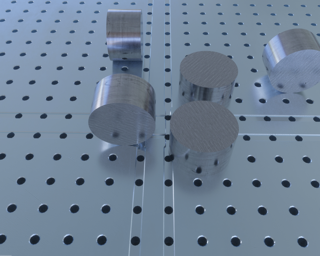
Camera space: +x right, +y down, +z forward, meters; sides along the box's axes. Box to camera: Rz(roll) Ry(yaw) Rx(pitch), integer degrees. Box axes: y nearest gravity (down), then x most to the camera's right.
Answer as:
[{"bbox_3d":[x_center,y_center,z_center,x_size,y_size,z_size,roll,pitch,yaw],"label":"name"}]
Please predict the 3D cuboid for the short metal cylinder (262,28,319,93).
[{"bbox_3d":[0.198,-0.098,0.457,0.081,0.080,0.050,0,50,-1],"label":"short metal cylinder"}]

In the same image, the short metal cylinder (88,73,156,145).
[{"bbox_3d":[-0.046,-0.022,0.390,0.081,0.080,0.050,0,50,0],"label":"short metal cylinder"}]

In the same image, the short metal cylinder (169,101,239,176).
[{"bbox_3d":[0.052,0.012,0.382,0.081,0.050,0.080,0,50,0],"label":"short metal cylinder"}]

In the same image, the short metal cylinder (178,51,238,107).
[{"bbox_3d":[0.068,-0.067,0.449,0.081,0.050,0.080,0,50,0],"label":"short metal cylinder"}]

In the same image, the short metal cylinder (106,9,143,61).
[{"bbox_3d":[-0.054,-0.148,0.496,0.050,0.080,0.080,0,50,0],"label":"short metal cylinder"}]
